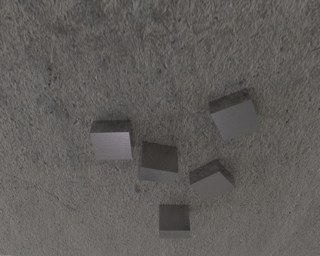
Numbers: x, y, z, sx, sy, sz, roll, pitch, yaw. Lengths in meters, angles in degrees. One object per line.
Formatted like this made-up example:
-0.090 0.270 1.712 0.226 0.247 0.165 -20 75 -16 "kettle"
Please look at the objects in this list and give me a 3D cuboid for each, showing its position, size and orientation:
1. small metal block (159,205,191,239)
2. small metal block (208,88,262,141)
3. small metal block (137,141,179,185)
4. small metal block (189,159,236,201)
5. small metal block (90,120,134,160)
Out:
0.024 0.159 0.526 0.050 0.050 0.025 1 130 -1 "small metal block"
0.095 -0.016 0.394 0.050 0.025 0.050 -21 127 16 "small metal block"
-0.003 0.048 0.432 0.050 0.050 0.025 11 129 -9 "small metal block"
0.081 0.081 0.477 0.050 0.025 0.050 -31 124 23 "small metal block"
-0.064 0.017 0.421 0.050 0.025 0.050 -1 130 1 "small metal block"
